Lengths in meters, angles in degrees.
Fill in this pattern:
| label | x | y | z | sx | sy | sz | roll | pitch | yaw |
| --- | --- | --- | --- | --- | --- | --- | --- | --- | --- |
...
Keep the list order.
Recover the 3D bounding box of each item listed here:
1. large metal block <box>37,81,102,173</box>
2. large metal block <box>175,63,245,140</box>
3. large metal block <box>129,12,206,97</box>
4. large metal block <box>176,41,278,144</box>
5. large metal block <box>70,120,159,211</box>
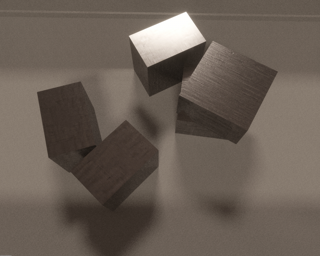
| label | x | y | z | sx | sy | sz | roll | pitch | yaw |
| --- | --- | --- | --- | --- | --- | --- | --- | --- | --- |
| large metal block | -0.104 | 0.002 | 0.378 | 0.050 | 0.080 | 0.080 | -15 | 71 | -6 |
| large metal block | 0.066 | -0.033 | 0.409 | 0.080 | 0.050 | 0.080 | 8 | 70 | 2 |
| large metal block | 0.009 | -0.096 | 0.416 | 0.080 | 0.080 | 0.050 | -26 | 72 | -9 |
| large metal block | 0.075 | -0.040 | 0.359 | 0.080 | 0.050 | 0.080 | 29 | 72 | 9 |
| large metal block | -0.048 | 0.047 | 0.363 | 0.050 | 0.080 | 0.080 | 43 | 75 | 13 |
